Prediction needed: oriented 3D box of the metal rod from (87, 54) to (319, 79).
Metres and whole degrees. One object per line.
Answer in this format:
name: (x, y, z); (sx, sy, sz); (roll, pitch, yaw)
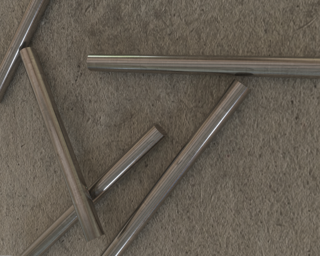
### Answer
metal rod: (0.043, -0.080, 0.393); (0.301, 0.025, 0.025); (6, 92, 19)

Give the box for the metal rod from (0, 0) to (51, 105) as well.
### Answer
metal rod: (-0.198, -0.170, 0.478); (0.025, 0.025, 0.299); (34, 101, 16)

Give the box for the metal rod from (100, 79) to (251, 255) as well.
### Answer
metal rod: (0.013, 0.066, 0.404); (0.025, 0.025, 0.299); (39, 102, 15)

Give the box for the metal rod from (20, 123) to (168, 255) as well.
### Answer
metal rod: (-0.103, 0.103, 0.445); (0.299, 0.025, 0.025); (-44, 76, 14)

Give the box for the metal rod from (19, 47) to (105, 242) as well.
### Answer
metal rod: (-0.145, 0.013, 0.443); (0.025, 0.025, 0.299); (-30, 74, 17)
